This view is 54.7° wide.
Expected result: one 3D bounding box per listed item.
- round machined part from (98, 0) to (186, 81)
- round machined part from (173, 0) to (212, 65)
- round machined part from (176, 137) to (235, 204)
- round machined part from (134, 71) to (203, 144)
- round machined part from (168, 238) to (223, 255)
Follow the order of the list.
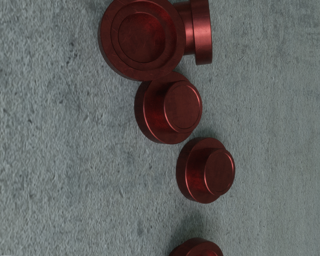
[{"bbox_3d":[-0.023,-0.103,0.360,0.099,0.042,0.097,-2,96,-19],"label":"round machined part"},{"bbox_3d":[0.042,-0.131,0.406,0.098,0.042,0.097,-7,91,-83],"label":"round machined part"},{"bbox_3d":[0.073,0.062,0.455,0.099,0.042,0.097,0,90,-40],"label":"round machined part"},{"bbox_3d":[0.018,-0.027,0.409,0.099,0.042,0.097,0,90,-40],"label":"round machined part"},{"bbox_3d":[0.043,0.202,0.430,0.099,0.042,0.097,0,90,-40],"label":"round machined part"}]
